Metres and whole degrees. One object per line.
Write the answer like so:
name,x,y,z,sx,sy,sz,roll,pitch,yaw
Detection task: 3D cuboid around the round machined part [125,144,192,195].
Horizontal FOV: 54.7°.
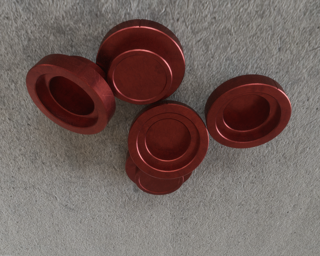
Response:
round machined part,-0.001,0.060,0.448,0.099,0.042,0.097,-1,130,0

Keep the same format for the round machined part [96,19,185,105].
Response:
round machined part,-0.021,-0.065,0.341,0.099,0.042,0.097,-1,130,0

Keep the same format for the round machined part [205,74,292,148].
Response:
round machined part,0.104,-0.024,0.379,0.099,0.042,0.097,-1,130,0

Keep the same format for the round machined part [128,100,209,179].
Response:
round machined part,0.009,0.012,0.394,0.099,0.042,0.097,-1,107,-3

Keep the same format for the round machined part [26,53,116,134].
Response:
round machined part,-0.094,-0.041,0.347,0.098,0.042,0.097,15,139,14
